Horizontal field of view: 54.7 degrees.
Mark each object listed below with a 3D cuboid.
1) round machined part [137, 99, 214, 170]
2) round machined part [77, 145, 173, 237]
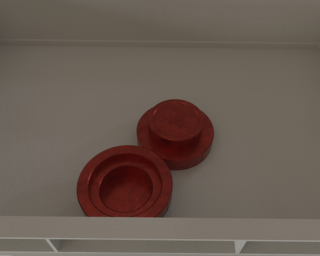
[{"bbox_3d":[0.020,0.001,0.393,0.099,0.042,0.098,0,50,0],"label":"round machined part"},{"bbox_3d":[-0.036,0.070,0.335,0.099,0.042,0.098,0,50,0],"label":"round machined part"}]
